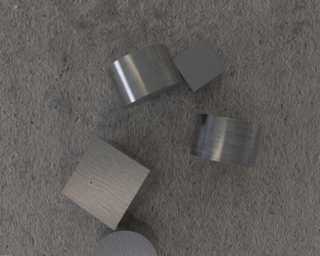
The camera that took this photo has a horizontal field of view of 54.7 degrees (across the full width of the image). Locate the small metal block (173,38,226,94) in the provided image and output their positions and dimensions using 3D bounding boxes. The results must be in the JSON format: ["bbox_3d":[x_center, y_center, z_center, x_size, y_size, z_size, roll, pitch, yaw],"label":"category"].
[{"bbox_3d":[0.050,-0.081,0.410,0.050,0.025,0.050,-35,90,0],"label":"small metal block"}]

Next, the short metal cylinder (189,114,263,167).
[{"bbox_3d":[0.081,0.015,0.383,0.080,0.080,0.050,11,90,0],"label":"short metal cylinder"}]

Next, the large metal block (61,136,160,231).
[{"bbox_3d":[-0.059,0.066,0.387,0.080,0.050,0.080,31,90,15],"label":"large metal block"}]

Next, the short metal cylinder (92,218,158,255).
[{"bbox_3d":[-0.043,0.163,0.397,0.081,0.050,0.080,0,90,0],"label":"short metal cylinder"}]

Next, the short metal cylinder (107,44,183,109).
[{"bbox_3d":[-0.018,-0.062,0.382,0.080,0.080,0.050,-24,90,0],"label":"short metal cylinder"}]
